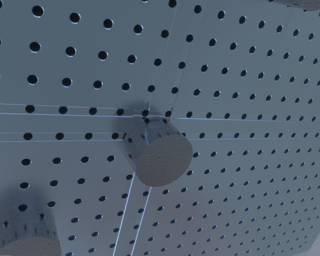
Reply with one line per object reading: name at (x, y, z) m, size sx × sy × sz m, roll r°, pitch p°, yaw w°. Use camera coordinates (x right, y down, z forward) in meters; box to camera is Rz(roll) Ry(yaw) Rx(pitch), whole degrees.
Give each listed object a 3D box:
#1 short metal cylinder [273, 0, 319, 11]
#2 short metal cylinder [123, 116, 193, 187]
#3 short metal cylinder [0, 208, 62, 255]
short metal cylinder at (0.178, -0.189, 0.378) m, size 0.081 × 0.050 × 0.079 m, roll -14°, pitch 125°, yaw -21°
short metal cylinder at (-0.004, 0.031, 0.414) m, size 0.081 × 0.050 × 0.079 m, roll -14°, pitch 124°, yaw -21°
short metal cylinder at (-0.172, 0.150, 0.395) m, size 0.081 × 0.050 × 0.079 m, roll -14°, pitch 124°, yaw -21°
